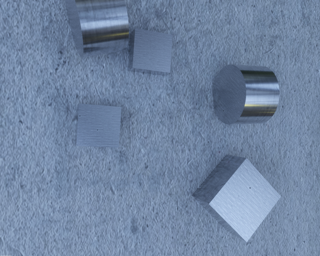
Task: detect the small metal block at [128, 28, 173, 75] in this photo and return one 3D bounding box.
[{"bbox_3d":[-0.013,-0.098,0.404,0.050,0.025,0.050,4,89,-20],"label":"small metal block"}]

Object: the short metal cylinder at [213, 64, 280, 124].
[{"bbox_3d":[0.115,-0.045,0.422,0.050,0.080,0.080,-2,91,-20],"label":"short metal cylinder"}]

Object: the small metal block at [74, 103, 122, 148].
[{"bbox_3d":[-0.077,-0.002,0.381,0.050,0.025,0.050,4,89,-20],"label":"small metal block"}]

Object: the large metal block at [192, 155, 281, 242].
[{"bbox_3d":[0.107,0.096,0.436,0.080,0.050,0.080,47,76,-14],"label":"large metal block"}]

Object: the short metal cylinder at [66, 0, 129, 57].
[{"bbox_3d":[-0.073,-0.125,0.353,0.050,0.080,0.080,-15,95,-20],"label":"short metal cylinder"}]
